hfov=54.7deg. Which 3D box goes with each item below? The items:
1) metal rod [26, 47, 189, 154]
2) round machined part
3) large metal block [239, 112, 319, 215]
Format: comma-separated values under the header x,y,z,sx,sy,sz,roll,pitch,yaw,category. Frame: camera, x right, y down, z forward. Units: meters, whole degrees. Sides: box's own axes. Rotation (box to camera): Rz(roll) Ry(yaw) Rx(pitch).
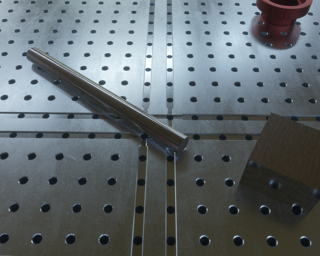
x,y,z,sx,sy,sz,roll,pitch,yaw,category
-0.089,-0.049,0.447,0.300,0.025,0.025,31,57,23,metal rod
0.234,-0.234,0.595,0.099,0.042,0.098,0,50,0,round machined part
0.149,0.039,0.360,0.080,0.050,0.080,24,54,19,large metal block
